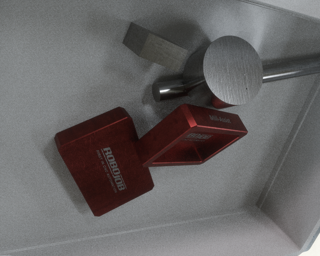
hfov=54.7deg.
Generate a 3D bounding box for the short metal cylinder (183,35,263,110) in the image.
[{"bbox_3d":[0.075,-0.064,0.373,0.081,0.050,0.080,2,85,-22],"label":"short metal cylinder"}]

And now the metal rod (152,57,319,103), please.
[{"bbox_3d":[0.132,-0.073,0.437,0.303,0.025,0.025,-12,124,-22],"label":"metal rod"}]

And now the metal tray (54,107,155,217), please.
[{"bbox_3d":[-0.066,0.047,0.399,0.091,0.030,0.129,-25,128,-13],"label":"metal tray"}]

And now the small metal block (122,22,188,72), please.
[{"bbox_3d":[-0.006,-0.088,0.336,0.050,0.050,0.025,14,111,-35],"label":"small metal block"}]

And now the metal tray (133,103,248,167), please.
[{"bbox_3d":[0.043,0.014,0.394,0.090,0.030,0.131,-40,152,31],"label":"metal tray"}]
